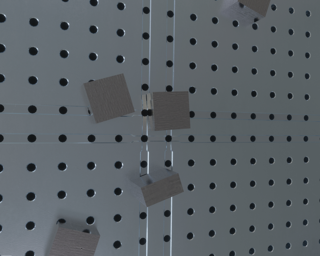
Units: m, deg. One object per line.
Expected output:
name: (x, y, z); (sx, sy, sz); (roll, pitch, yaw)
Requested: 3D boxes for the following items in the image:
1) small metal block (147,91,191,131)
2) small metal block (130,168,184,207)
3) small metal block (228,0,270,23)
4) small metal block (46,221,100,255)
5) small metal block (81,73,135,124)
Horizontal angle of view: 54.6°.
small metal block: (0.011, -0.023, 0.417); (0.050, 0.025, 0.050); (-4, 92, -20)
small metal block: (-0.005, 0.074, 0.397); (0.050, 0.050, 0.025); (-18, 97, -19)
small metal block: (0.136, -0.195, 0.462); (0.050, 0.025, 0.050); (21, 83, -19)
small metal block: (-0.106, 0.145, 0.374); (0.050, 0.025, 0.050); (20, 83, -19)
small metal block: (-0.065, -0.036, 0.388); (0.050, 0.025, 0.050); (-18, 96, -19)
